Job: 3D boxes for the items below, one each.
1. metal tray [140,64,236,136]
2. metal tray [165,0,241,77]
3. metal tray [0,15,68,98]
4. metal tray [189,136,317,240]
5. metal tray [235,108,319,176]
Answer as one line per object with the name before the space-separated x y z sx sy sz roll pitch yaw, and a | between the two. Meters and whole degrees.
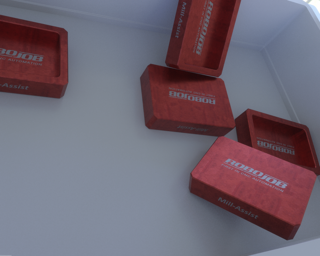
metal tray | 0.040 -0.038 0.449 0.131 0.030 0.090 7 59 -25
metal tray | 0.064 -0.145 0.448 0.091 0.129 0.030 3 16 -38
metal tray | -0.177 -0.087 0.360 0.131 0.030 0.090 5 59 -26
metal tray | 0.113 0.067 0.384 0.130 0.030 0.090 23 44 24
metal tray | 0.185 0.027 0.487 0.131 0.030 0.090 13 56 -21
